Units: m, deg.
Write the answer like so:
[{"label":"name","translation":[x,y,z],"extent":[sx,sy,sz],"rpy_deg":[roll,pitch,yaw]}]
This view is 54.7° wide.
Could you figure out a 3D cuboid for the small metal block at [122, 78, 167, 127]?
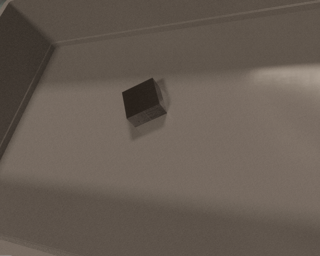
[{"label":"small metal block","translation":[-0.023,-0.036,0.438],"extent":[0.050,0.025,0.050],"rpy_deg":[-24,53,13]}]
